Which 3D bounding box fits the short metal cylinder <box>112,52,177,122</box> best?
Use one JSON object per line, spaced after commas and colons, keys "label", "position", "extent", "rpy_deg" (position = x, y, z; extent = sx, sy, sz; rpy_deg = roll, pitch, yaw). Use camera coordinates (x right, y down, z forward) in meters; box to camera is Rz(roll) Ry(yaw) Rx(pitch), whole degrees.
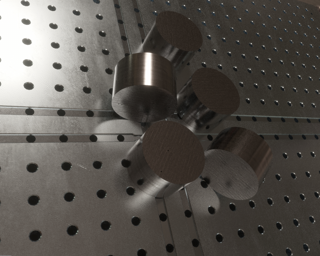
{"label": "short metal cylinder", "position": [-0.019, -0.049, 0.394], "extent": [0.081, 0.080, 0.050], "rpy_deg": [13, 56, -22]}

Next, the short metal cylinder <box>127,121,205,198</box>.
{"label": "short metal cylinder", "position": [0.007, 0.038, 0.374], "extent": [0.081, 0.050, 0.080], "rpy_deg": [14, 56, -21]}

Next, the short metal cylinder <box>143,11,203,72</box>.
{"label": "short metal cylinder", "position": [0.020, -0.136, 0.487], "extent": [0.081, 0.050, 0.080], "rpy_deg": [14, 56, -21]}

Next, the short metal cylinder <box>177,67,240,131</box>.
{"label": "short metal cylinder", "position": [0.069, -0.042, 0.457], "extent": [0.081, 0.050, 0.080], "rpy_deg": [14, 56, -21]}

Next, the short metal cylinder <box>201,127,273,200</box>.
{"label": "short metal cylinder", "position": [0.097, 0.045, 0.400], "extent": [0.080, 0.080, 0.050], "rpy_deg": [45, 51, 2]}
